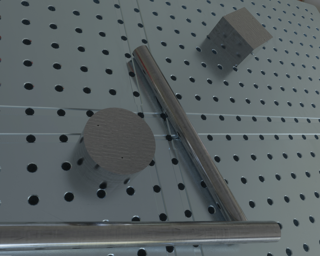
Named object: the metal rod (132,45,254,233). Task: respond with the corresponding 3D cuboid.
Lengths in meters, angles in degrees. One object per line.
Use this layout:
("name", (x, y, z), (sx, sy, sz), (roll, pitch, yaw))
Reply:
("metal rod", (0.039, 0.011, 0.424), (0.025, 0.025, 0.299), (-17, 71, -35))

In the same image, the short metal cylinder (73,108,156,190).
("short metal cylinder", (-0.052, 0.024, 0.351), (0.081, 0.050, 0.080), (14, 56, -21))

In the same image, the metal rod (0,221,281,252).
("metal rod", (-0.005, 0.110, 0.321), (0.302, 0.025, 0.025), (6, 59, -19))

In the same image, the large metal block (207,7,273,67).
("large metal block", (0.151, -0.172, 0.581), (0.080, 0.050, 0.081), (50, 51, 6))
